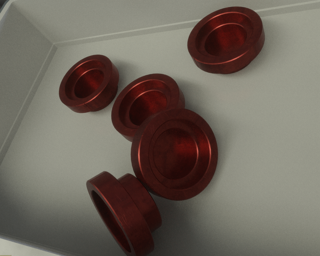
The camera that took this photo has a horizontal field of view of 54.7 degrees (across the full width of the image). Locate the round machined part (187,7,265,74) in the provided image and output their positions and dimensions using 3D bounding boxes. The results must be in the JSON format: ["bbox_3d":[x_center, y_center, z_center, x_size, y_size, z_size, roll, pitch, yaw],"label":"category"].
[{"bbox_3d":[0.090,-0.112,0.416,0.098,0.042,0.098,-13,56,21],"label":"round machined part"}]

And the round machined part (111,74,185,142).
[{"bbox_3d":[-0.012,-0.022,0.413,0.098,0.042,0.098,-14,53,21],"label":"round machined part"}]

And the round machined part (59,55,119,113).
[{"bbox_3d":[-0.107,-0.065,0.491,0.098,0.042,0.098,-13,56,21],"label":"round machined part"}]

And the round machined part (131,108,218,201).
[{"bbox_3d":[0.013,0.028,0.345,0.042,0.098,0.098,-8,52,62],"label":"round machined part"}]

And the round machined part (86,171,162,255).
[{"bbox_3d":[-0.035,0.088,0.330,0.042,0.097,0.098,-30,47,-25],"label":"round machined part"}]
